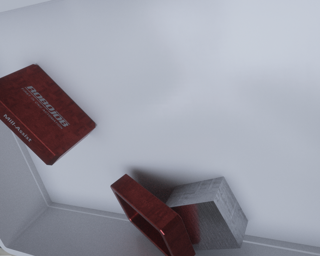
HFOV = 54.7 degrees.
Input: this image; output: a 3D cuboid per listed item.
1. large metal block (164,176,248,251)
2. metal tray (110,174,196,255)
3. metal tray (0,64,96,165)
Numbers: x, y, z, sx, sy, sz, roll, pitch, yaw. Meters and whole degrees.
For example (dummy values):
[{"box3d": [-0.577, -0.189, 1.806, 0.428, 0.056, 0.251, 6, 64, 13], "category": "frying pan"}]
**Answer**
[{"box3d": [0.065, 0.121, 0.433, 0.080, 0.050, 0.080, -19, 109, 35], "category": "large metal block"}, {"box3d": [-0.013, 0.130, 0.444, 0.130, 0.030, 0.090, 27, 145, 47], "category": "metal tray"}, {"box3d": [-0.167, -0.022, 0.438, 0.130, 0.090, 0.030, 46, 129, -5], "category": "metal tray"}]
